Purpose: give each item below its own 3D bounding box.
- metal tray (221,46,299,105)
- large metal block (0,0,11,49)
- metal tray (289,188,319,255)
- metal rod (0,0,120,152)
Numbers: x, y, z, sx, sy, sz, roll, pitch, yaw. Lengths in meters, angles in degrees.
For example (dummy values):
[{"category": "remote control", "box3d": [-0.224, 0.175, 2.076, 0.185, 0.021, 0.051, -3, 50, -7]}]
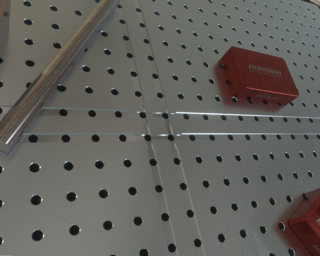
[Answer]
[{"category": "metal tray", "box3d": [0.181, -0.093, 0.559, 0.131, 0.030, 0.090, 5, 60, -26]}, {"category": "large metal block", "box3d": [-0.222, -0.113, 0.341, 0.081, 0.050, 0.080, 17, 55, -19]}, {"category": "metal tray", "box3d": [0.255, 0.160, 0.444, 0.091, 0.030, 0.130, -30, 78, -38]}, {"category": "metal rod", "box3d": [-0.118, -0.095, 0.402, 0.025, 0.025, 0.300, 29, 52, -10]}]
